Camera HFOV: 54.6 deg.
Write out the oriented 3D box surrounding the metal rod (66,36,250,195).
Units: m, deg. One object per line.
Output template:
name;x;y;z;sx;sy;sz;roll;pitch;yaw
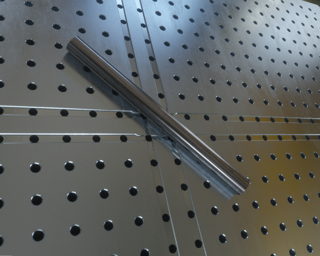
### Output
metal rod;-0.002;-0.016;0.417;0.300;0.025;0.025;40;51;-1
